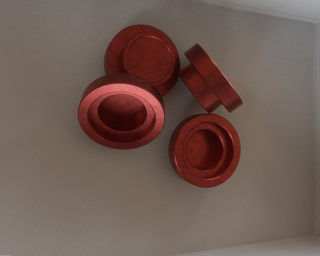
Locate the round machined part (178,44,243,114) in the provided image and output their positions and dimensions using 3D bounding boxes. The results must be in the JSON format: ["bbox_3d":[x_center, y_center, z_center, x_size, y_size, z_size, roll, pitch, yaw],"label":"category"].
[{"bbox_3d":[0.060,-0.058,0.402,0.042,0.098,0.098,-37,104,12],"label":"round machined part"}]

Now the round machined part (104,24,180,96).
[{"bbox_3d":[-0.019,-0.084,0.395,0.099,0.042,0.097,0,90,-20],"label":"round machined part"}]

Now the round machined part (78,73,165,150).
[{"bbox_3d":[-0.044,-0.023,0.368,0.099,0.042,0.097,-2,130,-2],"label":"round machined part"}]

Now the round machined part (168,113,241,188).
[{"bbox_3d":[0.057,0.029,0.424,0.099,0.042,0.097,0,90,-21],"label":"round machined part"}]
